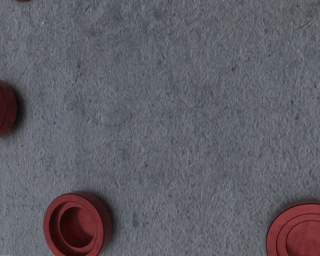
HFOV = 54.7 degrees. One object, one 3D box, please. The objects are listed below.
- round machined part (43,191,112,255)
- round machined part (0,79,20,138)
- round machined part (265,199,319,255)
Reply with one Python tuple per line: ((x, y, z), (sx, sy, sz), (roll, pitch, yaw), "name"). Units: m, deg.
((-0.112, 0.138, 0.439), (0.098, 0.042, 0.097), (0, 90, 20), "round machined part")
((-0.266, -0.030, 0.494), (0.098, 0.042, 0.097), (0, 90, 20), "round machined part")
((0.168, 0.127, 0.340), (0.098, 0.042, 0.097), (0, 90, 20), "round machined part")
